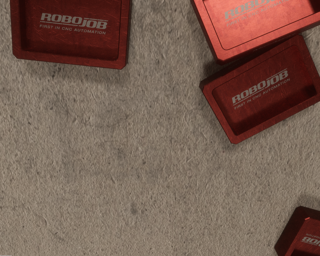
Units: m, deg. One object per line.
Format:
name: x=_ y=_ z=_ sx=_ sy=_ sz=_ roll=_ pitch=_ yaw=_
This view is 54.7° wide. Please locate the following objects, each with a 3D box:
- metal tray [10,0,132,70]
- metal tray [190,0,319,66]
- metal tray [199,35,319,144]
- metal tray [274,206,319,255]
metal tray: x=-0.101 y=-0.121 z=0.360 sx=0.131 sy=0.030 sz=0.089 roll=6 pitch=110 yaw=-3
metal tray: x=0.109 y=-0.136 z=0.342 sx=0.130 sy=0.030 sz=0.090 roll=-22 pitch=89 yaw=7
metal tray: x=0.128 y=-0.048 z=0.391 sx=0.130 sy=0.030 sz=0.090 roll=-29 pitch=108 yaw=9
metal tray: x=0.257 y=0.179 z=0.476 sx=0.131 sy=0.030 sz=0.089 roll=16 pitch=109 yaw=-7
